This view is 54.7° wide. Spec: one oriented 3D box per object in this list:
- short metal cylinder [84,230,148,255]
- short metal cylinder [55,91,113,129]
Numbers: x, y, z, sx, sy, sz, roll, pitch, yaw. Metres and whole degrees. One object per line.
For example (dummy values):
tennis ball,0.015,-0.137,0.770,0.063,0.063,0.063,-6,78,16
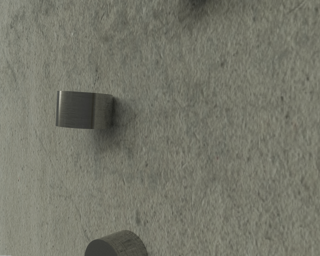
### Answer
short metal cylinder,-0.062,0.191,0.437,0.080,0.050,0.079,0,90,39
short metal cylinder,-0.111,-0.027,0.458,0.080,0.081,0.050,7,94,39
